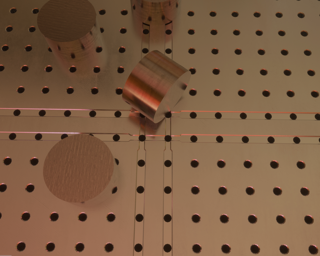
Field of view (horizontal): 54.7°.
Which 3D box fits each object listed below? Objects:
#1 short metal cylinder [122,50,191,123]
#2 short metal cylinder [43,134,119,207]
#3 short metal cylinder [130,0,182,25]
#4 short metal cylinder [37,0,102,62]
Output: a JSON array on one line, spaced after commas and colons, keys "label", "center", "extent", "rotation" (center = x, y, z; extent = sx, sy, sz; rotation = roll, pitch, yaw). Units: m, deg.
[{"label": "short metal cylinder", "center": [-0.004, -0.053, 0.402], "extent": [0.050, 0.080, 0.080], "rotation": [36, 74, 12]}, {"label": "short metal cylinder", "center": [-0.093, 0.053, 0.378], "extent": [0.081, 0.050, 0.080], "rotation": [0, 70, 0]}, {"label": "short metal cylinder", "center": [-0.006, -0.206, 0.474], "extent": [0.081, 0.050, 0.080], "rotation": [0, 70, 0]}, {"label": "short metal cylinder", "center": [-0.128, -0.144, 0.449], "extent": [0.081, 0.050, 0.080], "rotation": [0, 70, 0]}]
